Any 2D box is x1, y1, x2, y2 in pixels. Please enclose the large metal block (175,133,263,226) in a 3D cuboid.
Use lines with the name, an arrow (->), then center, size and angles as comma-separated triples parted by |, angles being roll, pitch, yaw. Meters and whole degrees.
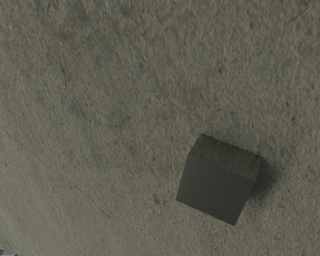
large metal block -> 0.073, 0.065, 0.391 | 0.080, 0.050, 0.079 | 21, 126, 15
